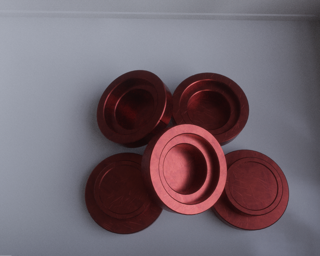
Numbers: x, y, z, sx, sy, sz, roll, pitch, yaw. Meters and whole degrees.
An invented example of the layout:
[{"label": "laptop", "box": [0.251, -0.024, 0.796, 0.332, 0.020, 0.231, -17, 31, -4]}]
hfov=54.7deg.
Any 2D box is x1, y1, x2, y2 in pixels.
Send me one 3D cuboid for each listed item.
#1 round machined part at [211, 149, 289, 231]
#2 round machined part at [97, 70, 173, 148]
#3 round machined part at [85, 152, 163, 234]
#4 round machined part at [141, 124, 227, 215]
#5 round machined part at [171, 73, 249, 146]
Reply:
[{"label": "round machined part", "box": [0.107, 0.073, 0.375, 0.099, 0.042, 0.098, 0, 70, 0]}, {"label": "round machined part", "box": [-0.028, -0.021, 0.395, 0.098, 0.042, 0.098, -10, 66, 23]}, {"label": "round machined part", "box": [-0.041, 0.076, 0.372, 0.099, 0.042, 0.098, 0, 70, 0]}, {"label": "round machined part", "box": [0.023, 0.046, 0.350, 0.099, 0.042, 0.098, 5, 78, -27]}, {"label": "round machined part", "box": [0.063, -0.020, 0.408, 0.099, 0.042, 0.098, 0, 70, 0]}]
